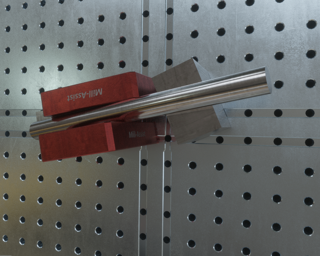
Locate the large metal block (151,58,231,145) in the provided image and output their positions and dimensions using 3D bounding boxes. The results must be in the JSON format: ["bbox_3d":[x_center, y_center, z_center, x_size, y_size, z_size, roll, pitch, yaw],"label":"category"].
[{"bbox_3d":[0.040,-0.028,0.367,0.050,0.080,0.080,-24,82,18],"label":"large metal block"}]

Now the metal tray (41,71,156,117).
[{"bbox_3d":[-0.072,-0.039,0.401,0.130,0.090,0.030,-9,88,19],"label":"metal tray"}]

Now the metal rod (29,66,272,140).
[{"bbox_3d":[-0.034,-0.019,0.343,0.300,0.025,0.025,-10,87,28],"label":"metal rod"}]

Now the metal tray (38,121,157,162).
[{"bbox_3d":[-0.069,0.015,0.380,0.090,0.130,0.030,-10,87,19],"label":"metal tray"}]

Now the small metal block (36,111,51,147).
[{"bbox_3d":[-0.150,0.000,0.450,0.025,0.050,0.050,-9,87,19],"label":"small metal block"}]
